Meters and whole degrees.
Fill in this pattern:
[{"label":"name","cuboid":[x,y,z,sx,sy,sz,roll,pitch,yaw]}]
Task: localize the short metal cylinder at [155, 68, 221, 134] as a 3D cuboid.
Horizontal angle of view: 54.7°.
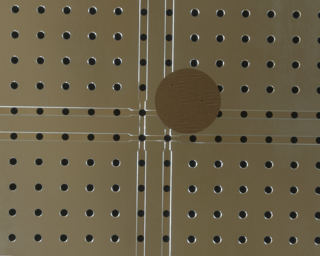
[{"label":"short metal cylinder","cuboid":[0.034,-0.033,0.401,0.081,0.050,0.079,0,90,-1]}]
